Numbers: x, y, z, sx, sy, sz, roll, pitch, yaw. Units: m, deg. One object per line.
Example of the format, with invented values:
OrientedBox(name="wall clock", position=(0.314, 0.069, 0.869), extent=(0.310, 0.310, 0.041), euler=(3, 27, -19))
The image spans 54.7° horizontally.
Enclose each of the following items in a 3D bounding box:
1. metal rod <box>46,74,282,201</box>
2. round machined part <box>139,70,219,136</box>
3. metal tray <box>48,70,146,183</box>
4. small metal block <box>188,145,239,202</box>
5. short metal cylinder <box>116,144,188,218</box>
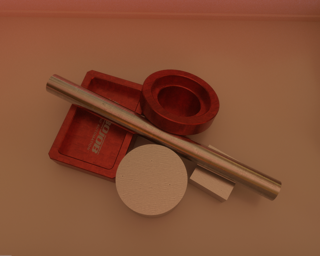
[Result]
OrientedBox(name="metal rod", position=(-0.001, 0.008, 0.374), extent=(0.301, 0.025, 0.025), euler=(26, 72, 6))
OrientedBox(name="round machined part", position=(0.022, -0.028, 0.396), extent=(0.099, 0.042, 0.098), euler=(9, 47, -10))
OrientedBox(name="metal tray", position=(-0.074, -0.004, 0.405), extent=(0.090, 0.030, 0.130), euler=(18, 71, 6))
OrientedBox(name="small metal block", position=(0.070, 0.057, 0.388), extent=(0.050, 0.025, 0.050), euler=(30, 72, 10))
OrientedBox(name="short metal cylinder", position=(-0.009, 0.065, 0.370), extent=(0.081, 0.050, 0.080), euler=(0, 70, 0))
